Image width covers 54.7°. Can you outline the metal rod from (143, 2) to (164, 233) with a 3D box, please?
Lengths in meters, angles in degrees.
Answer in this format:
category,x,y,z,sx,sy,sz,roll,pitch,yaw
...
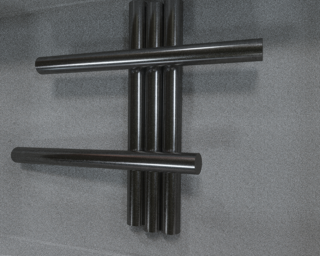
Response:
category,x,y,z,sx,sy,sz,roll,pitch,yaw
metal rod,-0.008,-0.014,0.412,0.025,0.025,0.298,1,90,20

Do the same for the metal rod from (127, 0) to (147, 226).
category,x,y,z,sx,sy,sz,roll,pitch,yaw
metal rod,-0.031,-0.019,0.421,0.025,0.025,0.298,1,90,20

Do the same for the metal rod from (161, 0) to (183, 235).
category,x,y,z,sx,sy,sz,roll,pitch,yaw
metal rod,0.016,-0.014,0.403,0.025,0.025,0.298,1,90,20

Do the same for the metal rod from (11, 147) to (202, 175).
category,x,y,z,sx,sy,sz,roll,pitch,yaw
metal rod,-0.090,0.042,0.422,0.300,0.025,0.025,0,90,27

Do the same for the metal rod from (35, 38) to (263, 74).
category,x,y,z,sx,sy,sz,roll,pitch,yaw
metal rod,-0.028,-0.088,0.392,0.301,0.025,0.025,0,90,20
